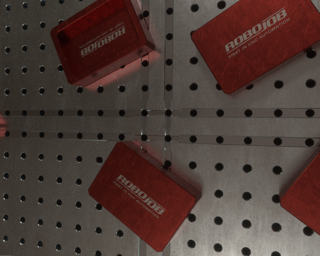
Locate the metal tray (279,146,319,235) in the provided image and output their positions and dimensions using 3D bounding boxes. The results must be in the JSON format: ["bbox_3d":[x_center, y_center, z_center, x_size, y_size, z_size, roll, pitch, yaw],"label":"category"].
[{"bbox_3d":[0.207,0.059,0.337,0.090,0.030,0.129,38,102,15],"label":"metal tray"}]

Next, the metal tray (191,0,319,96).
[{"bbox_3d":[0.115,-0.108,0.369,0.130,0.030,0.090,-31,80,17],"label":"metal tray"}]

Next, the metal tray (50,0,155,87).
[{"bbox_3d":[-0.083,-0.125,0.437,0.130,0.030,0.090,-24,82,18],"label":"metal tray"}]

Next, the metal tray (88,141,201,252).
[{"bbox_3d":[-0.023,0.088,0.417,0.130,0.030,0.090,35,101,16],"label":"metal tray"}]
